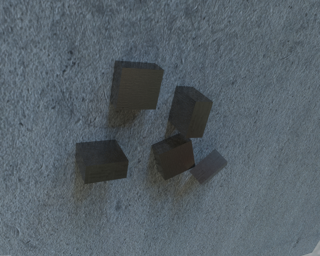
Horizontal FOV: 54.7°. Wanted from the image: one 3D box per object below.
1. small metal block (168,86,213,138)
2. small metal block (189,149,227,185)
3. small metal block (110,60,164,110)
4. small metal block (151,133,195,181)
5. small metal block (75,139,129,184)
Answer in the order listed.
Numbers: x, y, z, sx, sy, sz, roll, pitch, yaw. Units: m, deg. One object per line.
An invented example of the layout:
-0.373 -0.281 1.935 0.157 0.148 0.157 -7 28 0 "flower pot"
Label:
0.038 -0.021 0.398 0.025 0.050 0.050 -1 119 -28 "small metal block"
0.075 0.061 0.470 0.050 0.025 0.050 -42 163 0 "small metal block"
-0.028 -0.049 0.361 0.050 0.025 0.050 -2 120 -28 "small metal block"
0.020 0.040 0.443 0.050 0.025 0.050 -23 127 -15 "small metal block"
-0.071 0.039 0.376 0.050 0.050 0.025 -4 121 -26 "small metal block"
